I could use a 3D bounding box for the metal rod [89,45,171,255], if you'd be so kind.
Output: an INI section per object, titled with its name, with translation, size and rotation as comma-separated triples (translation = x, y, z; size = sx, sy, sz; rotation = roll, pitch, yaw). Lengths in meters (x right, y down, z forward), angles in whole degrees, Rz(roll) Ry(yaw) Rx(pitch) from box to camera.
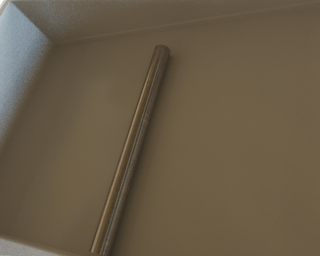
[metal rod]
translation = -0.032, 0.012, 0.413
size = 0.025, 0.025, 0.300
rotation = 1, 62, 28
